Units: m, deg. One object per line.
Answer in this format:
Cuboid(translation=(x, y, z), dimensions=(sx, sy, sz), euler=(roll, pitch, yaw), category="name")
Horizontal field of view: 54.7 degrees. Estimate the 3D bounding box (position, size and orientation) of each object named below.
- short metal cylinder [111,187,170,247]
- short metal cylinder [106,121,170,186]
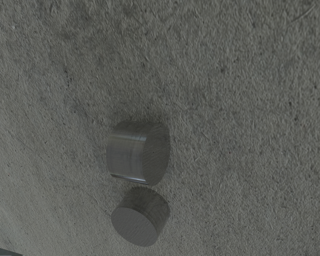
Cuboid(translation=(-0.030, 0.141, 0.494), dimensions=(0.080, 0.050, 0.079), euler=(13, 124, 21), category="short metal cylinder")
Cuboid(translation=(-0.026, 0.031, 0.404), dimensions=(0.050, 0.080, 0.079), euler=(6, 121, 25), category="short metal cylinder")
